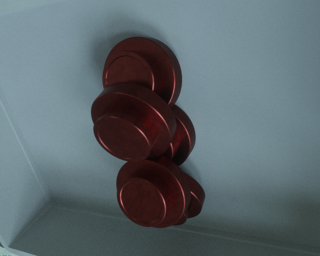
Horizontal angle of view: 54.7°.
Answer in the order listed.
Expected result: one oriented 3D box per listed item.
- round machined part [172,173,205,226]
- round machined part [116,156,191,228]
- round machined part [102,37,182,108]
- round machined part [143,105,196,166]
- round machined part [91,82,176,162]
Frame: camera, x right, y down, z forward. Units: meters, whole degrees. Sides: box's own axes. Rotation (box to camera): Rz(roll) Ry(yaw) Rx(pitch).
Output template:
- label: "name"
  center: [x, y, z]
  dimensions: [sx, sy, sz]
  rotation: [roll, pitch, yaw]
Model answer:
- label: "round machined part"
  center: [0.010, 0.101, 0.435]
  dimensions: [0.098, 0.042, 0.097]
  rotation: [15, 139, 14]
- label: "round machined part"
  center: [-0.015, 0.084, 0.389]
  dimensions: [0.098, 0.042, 0.097]
  rotation: [9, 111, 25]
- label: "round machined part"
  center: [-0.027, -0.056, 0.362]
  dimensions: [0.098, 0.042, 0.097]
  rotation: [7, 106, 26]
- label: "round machined part"
  center: [-0.006, 0.014, 0.408]
  dimensions: [0.098, 0.042, 0.097]
  rotation: [13, 123, 21]
- label: "round machined part"
  center: [-0.035, 0.001, 0.348]
  dimensions: [0.098, 0.042, 0.097]
  rotation: [15, 137, 15]
